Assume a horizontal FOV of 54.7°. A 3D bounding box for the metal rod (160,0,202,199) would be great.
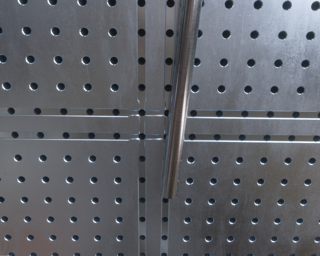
[{"bbox_3d":[0.026,-0.043,0.397,0.025,0.025,0.298,5,110,-2],"label":"metal rod"}]
